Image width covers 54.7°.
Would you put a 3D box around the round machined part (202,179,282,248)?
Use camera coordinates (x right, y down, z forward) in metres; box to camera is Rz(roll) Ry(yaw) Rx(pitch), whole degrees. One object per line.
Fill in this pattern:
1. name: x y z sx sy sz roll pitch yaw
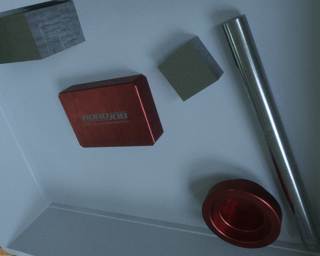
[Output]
1. round machined part: 0.108 0.107 0.406 0.098 0.042 0.097 13 124 20

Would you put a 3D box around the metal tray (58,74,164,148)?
1. metal tray: -0.069 -0.019 0.428 0.130 0.030 0.089 -4 117 29

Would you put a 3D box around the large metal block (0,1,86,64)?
1. large metal block: -0.155 -0.117 0.380 0.080 0.080 0.050 1 119 27

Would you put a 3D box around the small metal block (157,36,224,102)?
1. small metal block: 0.034 -0.066 0.349 0.050 0.025 0.050 -31 102 37

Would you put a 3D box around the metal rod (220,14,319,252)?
1. metal rod: 0.134 0.021 0.350 0.025 0.025 0.299 -14 112 33
